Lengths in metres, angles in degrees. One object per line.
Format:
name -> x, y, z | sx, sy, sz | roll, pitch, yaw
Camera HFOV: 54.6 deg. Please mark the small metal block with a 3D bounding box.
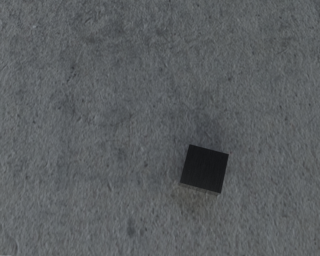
small metal block -> 0.055, 0.053, 0.389 | 0.050, 0.025, 0.050 | 14, 71, 5
